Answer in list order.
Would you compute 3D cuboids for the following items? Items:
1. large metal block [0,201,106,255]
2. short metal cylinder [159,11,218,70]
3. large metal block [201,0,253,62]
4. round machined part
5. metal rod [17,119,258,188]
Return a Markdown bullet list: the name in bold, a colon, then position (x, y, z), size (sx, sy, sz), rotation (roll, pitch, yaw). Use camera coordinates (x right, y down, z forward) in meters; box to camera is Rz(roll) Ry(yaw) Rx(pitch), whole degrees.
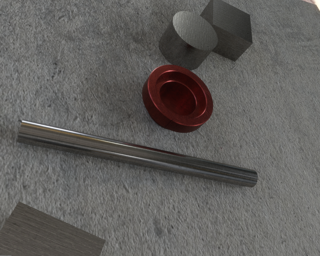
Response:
- **large metal block**: position (-0.104, 0.121, 0.259), size (0.080, 0.050, 0.080), rotation (29, 52, -11)
- **short metal cylinder**: position (0.045, -0.140, 0.500), size (0.081, 0.050, 0.080), rotation (14, 56, -21)
- **large metal block**: position (0.117, -0.179, 0.563), size (0.081, 0.050, 0.080), rotation (19, 54, -18)
- **round machined part**: position (0.020, -0.036, 0.427), size (0.099, 0.042, 0.098), rotation (14, 56, -21)
- **metal rod**: position (-0.009, 0.037, 0.377), size (0.302, 0.025, 0.025), rotation (14, 56, -21)
